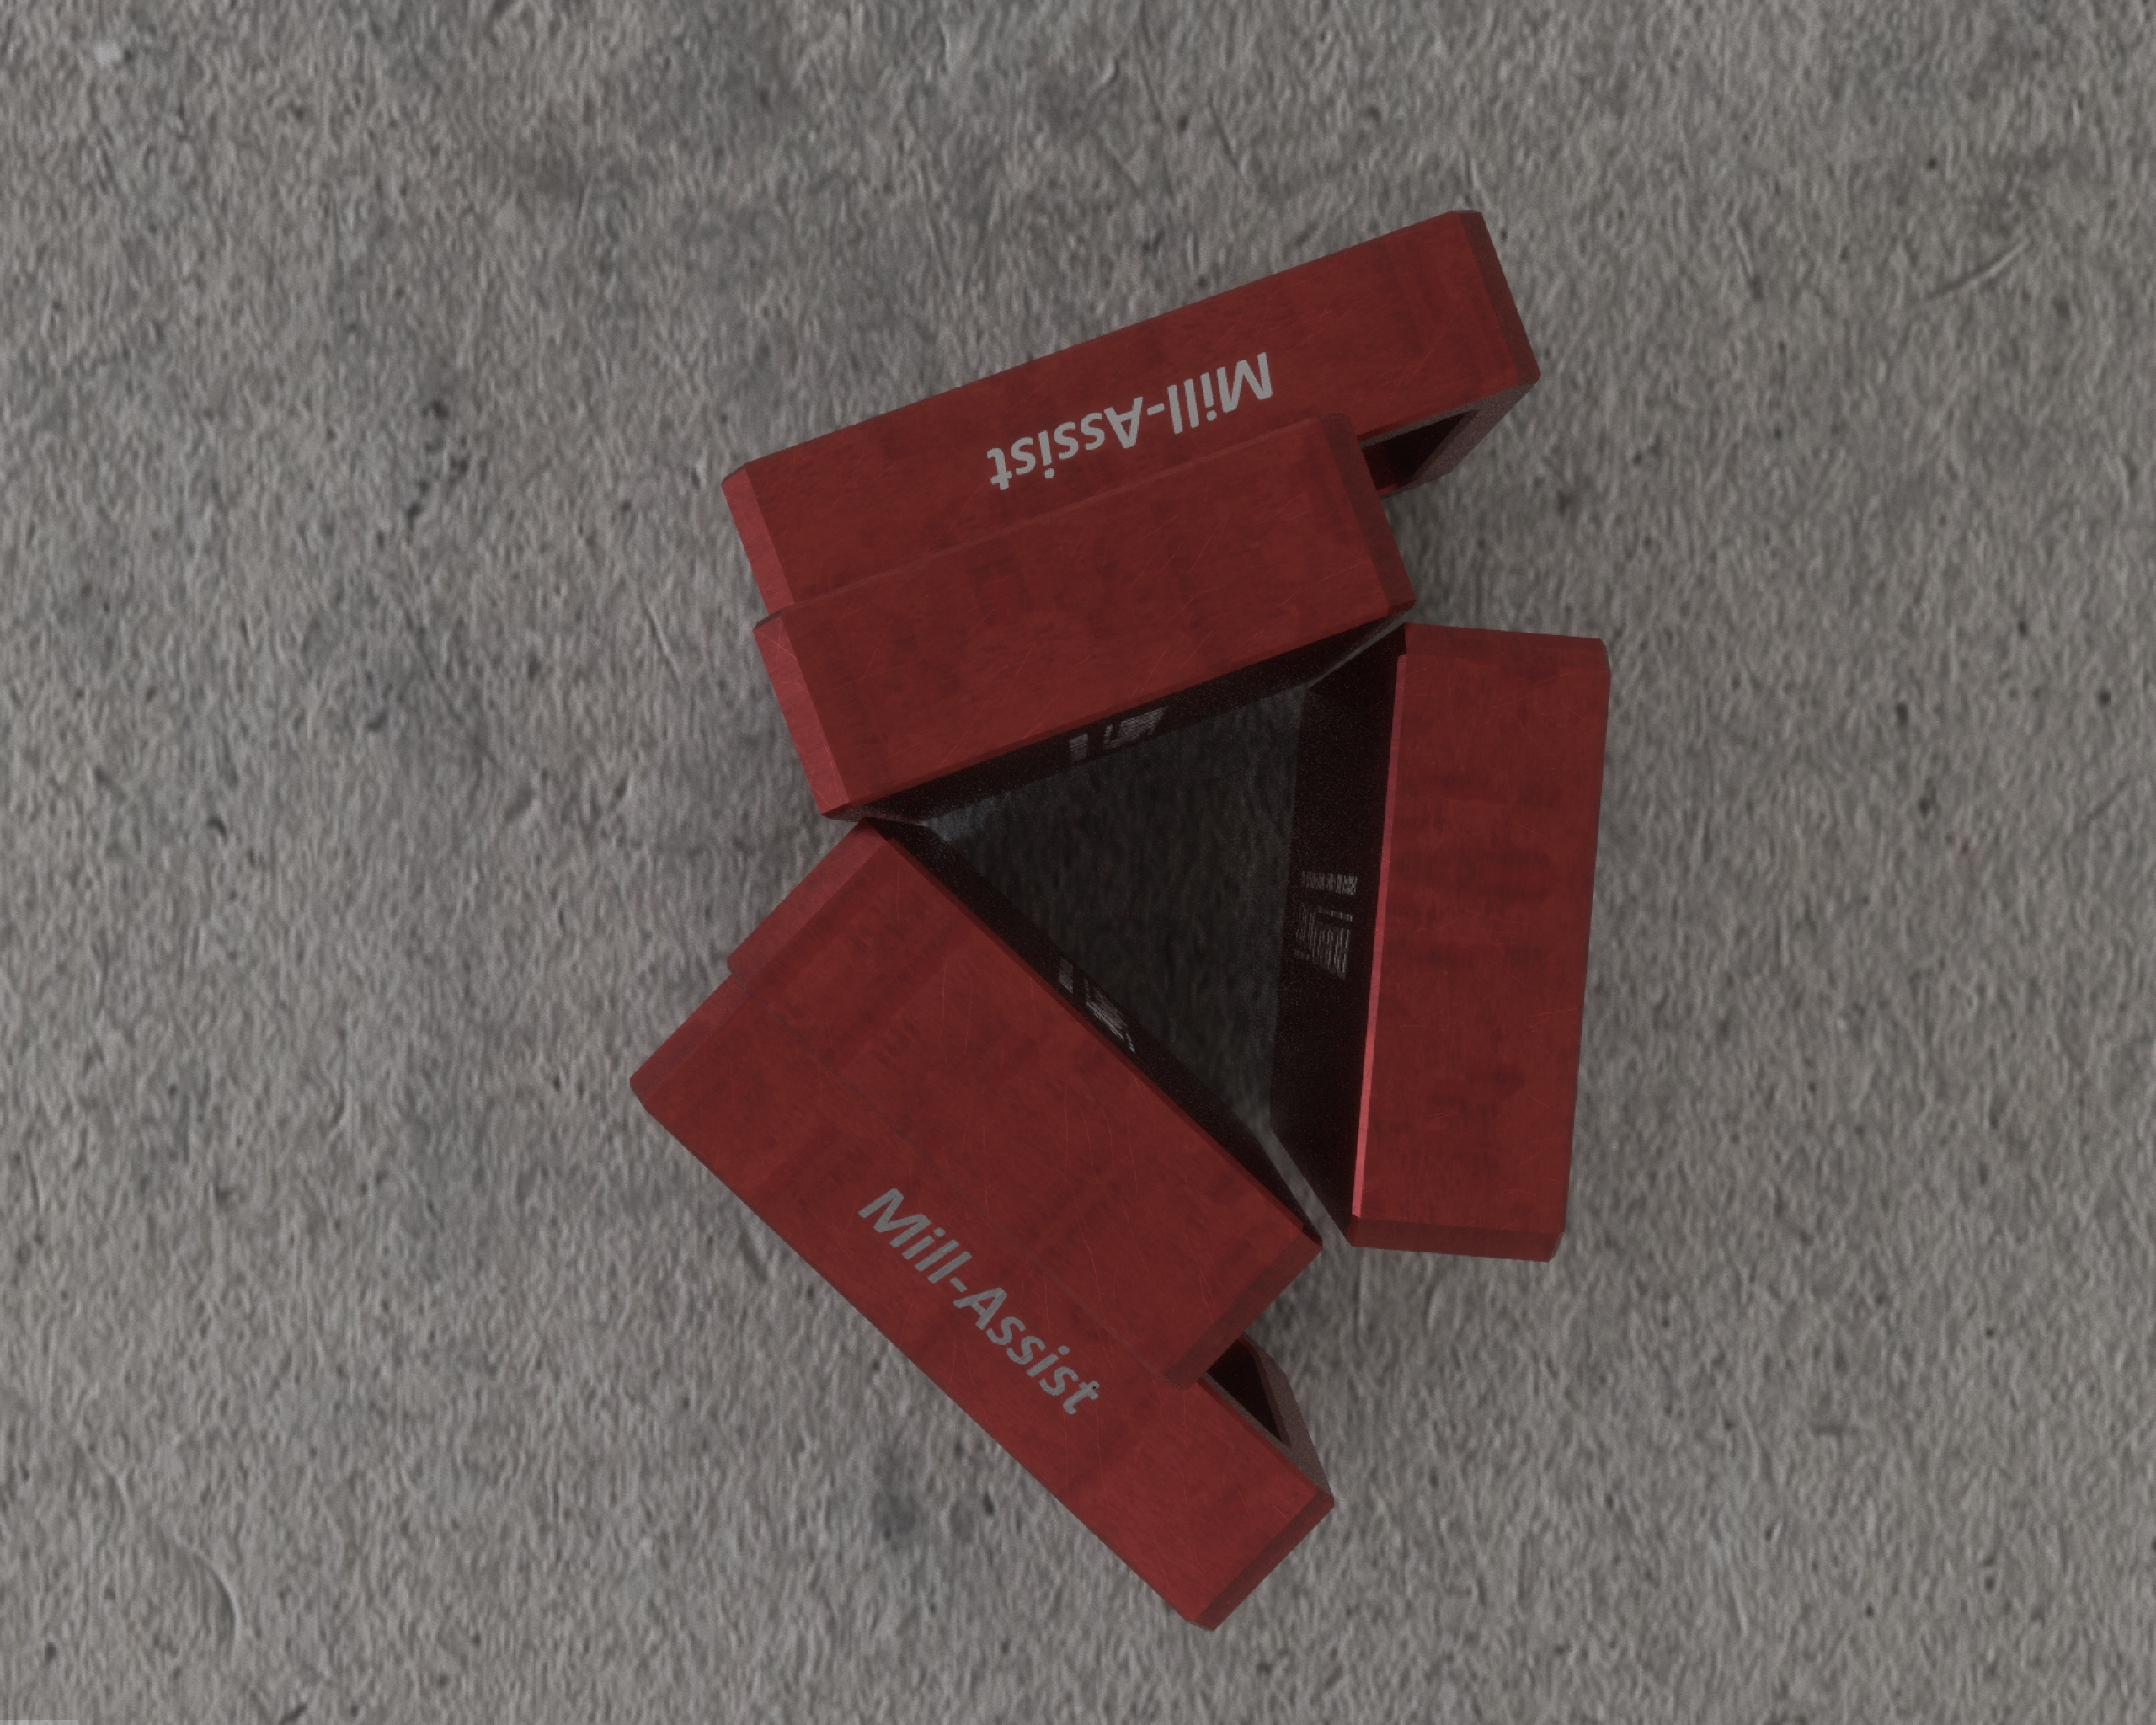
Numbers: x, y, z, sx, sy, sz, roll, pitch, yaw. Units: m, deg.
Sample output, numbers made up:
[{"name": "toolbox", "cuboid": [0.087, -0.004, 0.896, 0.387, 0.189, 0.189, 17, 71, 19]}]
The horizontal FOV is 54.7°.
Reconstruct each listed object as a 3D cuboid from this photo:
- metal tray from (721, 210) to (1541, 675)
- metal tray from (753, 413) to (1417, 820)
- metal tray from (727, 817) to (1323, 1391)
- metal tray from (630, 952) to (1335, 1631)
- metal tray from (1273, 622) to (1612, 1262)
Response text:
[{"name": "metal tray", "cuboid": [0.009, -0.070, 0.377, 0.131, 0.090, 0.030, -20, 90, 0]}, {"name": "metal tray", "cuboid": [0.001, -0.036, 0.357, 0.090, 0.130, 0.030, -20, 90, 0]}, {"name": "metal tray", "cuboid": [-0.008, 0.034, 0.357, 0.090, 0.130, 0.030, 43, 90, 0]}, {"name": "metal tray", "cuboid": [-0.015, 0.069, 0.377, 0.130, 0.090, 0.030, 44, 90, 0]}, {"name": "metal tray", "cuboid": [0.057, 0.011, 0.358, 0.030, 0.130, 0.089, 5, 90, 0]}]
